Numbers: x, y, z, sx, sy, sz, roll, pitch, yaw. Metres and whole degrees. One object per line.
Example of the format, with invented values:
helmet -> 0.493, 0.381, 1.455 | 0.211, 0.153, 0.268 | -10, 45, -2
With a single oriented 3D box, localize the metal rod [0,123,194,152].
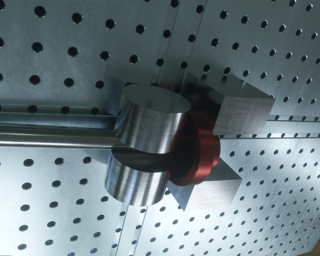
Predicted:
metal rod -> -0.097, 0.011, 0.350 | 0.302, 0.025, 0.025 | 4, 117, -26

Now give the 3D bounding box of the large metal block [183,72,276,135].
large metal block -> 0.085, -0.033, 0.402 | 0.081, 0.080, 0.050 | 0, 119, -28

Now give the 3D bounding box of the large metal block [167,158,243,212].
large metal block -> 0.057, 0.073, 0.452 | 0.081, 0.080, 0.050 | 3, 117, -30

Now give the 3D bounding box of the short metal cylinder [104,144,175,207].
short metal cylinder -> -0.027, 0.053, 0.393 | 0.081, 0.080, 0.050 | 1, 118, -29

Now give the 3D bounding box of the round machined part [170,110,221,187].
round machined part -> 0.041, 0.025, 0.401 | 0.042, 0.098, 0.097 | 1, 118, -29

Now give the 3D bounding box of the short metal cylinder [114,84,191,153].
short metal cylinder -> -0.009, -0.013, 0.362 | 0.081, 0.080, 0.050 | 1, 119, -29
